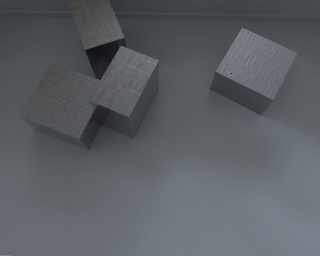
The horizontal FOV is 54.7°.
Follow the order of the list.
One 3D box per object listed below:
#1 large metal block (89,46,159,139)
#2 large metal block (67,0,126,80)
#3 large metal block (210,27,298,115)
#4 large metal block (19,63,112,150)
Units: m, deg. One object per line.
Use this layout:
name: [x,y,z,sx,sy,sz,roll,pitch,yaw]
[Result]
large metal block: [-0.041,-0.042,0.395,0.050,0.080,0.080,23,72,7]
large metal block: [-0.081,-0.124,0.425,0.050,0.080,0.080,-20,72,-7]
large metal block: [0.126,-0.077,0.426,0.080,0.050,0.080,29,72,9]
large metal block: [-0.117,-0.027,0.405,0.080,0.050,0.080,20,71,7]
